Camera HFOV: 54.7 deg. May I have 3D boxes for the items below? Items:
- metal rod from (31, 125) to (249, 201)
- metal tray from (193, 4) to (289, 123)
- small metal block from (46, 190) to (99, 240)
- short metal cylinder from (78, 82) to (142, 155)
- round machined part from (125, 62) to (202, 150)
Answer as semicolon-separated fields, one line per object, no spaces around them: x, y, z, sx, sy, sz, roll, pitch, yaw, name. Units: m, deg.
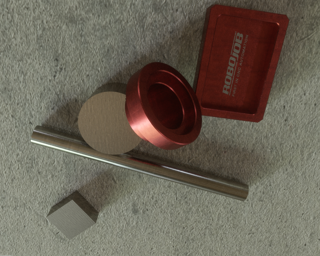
-0.022;0.050;0.428;0.302;0.025;0.025;16;109;-6;metal rod
0.093;-0.077;0.379;0.091;0.030;0.129;7;110;-3;metal tray
-0.128;0.128;0.456;0.050;0.025;0.050;-35;107;12;small metal block
-0.057;-0.013;0.391;0.081;0.050;0.079;0;110;0;short metal cylinder
0.000;-0.021;0.350;0.042;0.098;0.098;-27;111;40;round machined part
